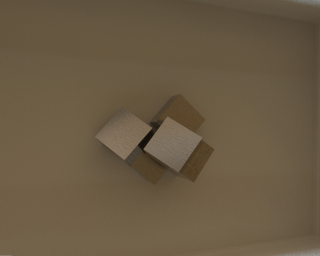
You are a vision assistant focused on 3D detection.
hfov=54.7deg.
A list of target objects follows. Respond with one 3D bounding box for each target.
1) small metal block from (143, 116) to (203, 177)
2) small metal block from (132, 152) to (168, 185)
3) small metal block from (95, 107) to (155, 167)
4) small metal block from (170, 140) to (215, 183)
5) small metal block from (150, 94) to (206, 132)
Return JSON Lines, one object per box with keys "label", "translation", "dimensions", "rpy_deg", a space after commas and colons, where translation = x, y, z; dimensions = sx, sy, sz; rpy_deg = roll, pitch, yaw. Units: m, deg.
{"label": "small metal block", "translation": [0.017, 0.022, 0.377], "dimensions": [0.050, 0.025, 0.050], "rpy_deg": [32, 77, 17]}
{"label": "small metal block", "translation": [-0.012, 0.038, 0.405], "dimensions": [0.050, 0.025, 0.050], "rpy_deg": [44, 76, -15]}
{"label": "small metal block", "translation": [-0.042, 0.010, 0.381], "dimensions": [0.050, 0.025, 0.050], "rpy_deg": [35, 76, 22]}
{"label": "small metal block", "translation": [0.038, 0.040, 0.411], "dimensions": [0.025, 0.050, 0.050], "rpy_deg": [37, 78, -17]}
{"label": "small metal block", "translation": [0.024, -0.010, 0.419], "dimensions": [0.050, 0.025, 0.050], "rpy_deg": [44, 76, -15]}
